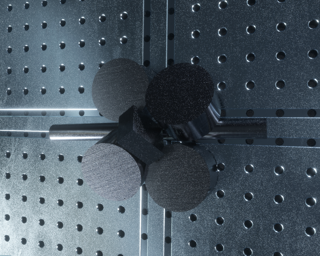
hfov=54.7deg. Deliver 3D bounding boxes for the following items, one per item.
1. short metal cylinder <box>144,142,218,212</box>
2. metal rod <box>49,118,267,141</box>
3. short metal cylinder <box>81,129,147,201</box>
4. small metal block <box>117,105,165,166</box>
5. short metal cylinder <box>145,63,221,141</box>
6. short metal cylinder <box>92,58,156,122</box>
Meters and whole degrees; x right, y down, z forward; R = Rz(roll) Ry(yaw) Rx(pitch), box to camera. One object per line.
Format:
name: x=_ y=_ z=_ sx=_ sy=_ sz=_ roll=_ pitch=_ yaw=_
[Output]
short metal cylinder: x=0.027 y=0.058 z=0.385 sx=0.080 sy=0.050 sz=0.079 roll=0 pitch=90 yaw=20
metal rod: x=-0.016 y=0.004 z=0.414 sx=0.301 sy=0.025 sz=0.025 roll=-1 pitch=90 yaw=19
short metal cylinder: x=-0.053 y=0.046 z=0.401 sx=0.080 sy=0.050 sz=0.079 roll=6 pitch=112 yaw=16
small metal block: x=-0.022 y=0.008 z=0.365 sx=0.025 sy=0.050 sz=0.050 roll=-38 pitch=120 yaw=22
short metal cylinder: x=0.029 y=-0.030 z=0.371 sx=0.080 sy=0.050 sz=0.080 roll=-8 pitch=64 yaw=17
short metal cylinder: x=-0.042 y=-0.048 z=0.410 sx=0.080 sy=0.050 sz=0.079 roll=0 pitch=90 yaw=20
